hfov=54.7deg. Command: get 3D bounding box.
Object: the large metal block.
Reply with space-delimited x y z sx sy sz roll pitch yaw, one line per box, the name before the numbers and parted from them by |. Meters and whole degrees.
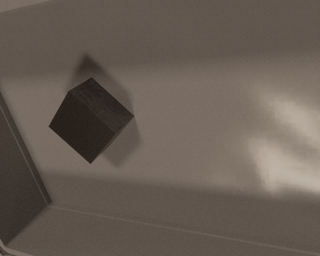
large metal block | -0.097 -0.009 0.436 0.080 0.050 0.080 42 129 -2
